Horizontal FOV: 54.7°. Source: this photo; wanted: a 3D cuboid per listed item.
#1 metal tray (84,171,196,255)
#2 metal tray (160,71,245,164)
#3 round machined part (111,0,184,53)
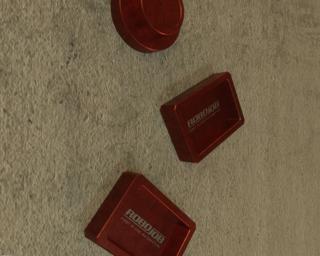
[{"bbox_3d":[-0.018,0.127,0.386,0.130,0.030,0.090,48,62,-30],"label":"metal tray"},{"bbox_3d":[0.068,-0.018,0.458,0.131,0.030,0.090,-34,111,-35],"label":"metal tray"},{"bbox_3d":[-0.008,-0.146,0.387,0.099,0.042,0.097,0,90,-40],"label":"round machined part"}]
